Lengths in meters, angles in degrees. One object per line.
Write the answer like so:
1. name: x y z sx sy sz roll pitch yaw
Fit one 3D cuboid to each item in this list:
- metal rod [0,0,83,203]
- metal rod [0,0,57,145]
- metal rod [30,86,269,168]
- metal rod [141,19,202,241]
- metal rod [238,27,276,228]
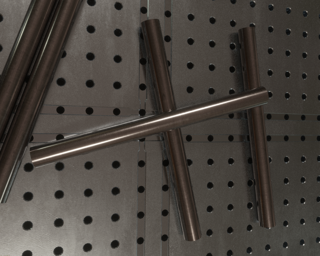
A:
1. metal rod: -0.138 -0.061 0.361 0.025 0.025 0.299 21 83 -19
2. metal rod: -0.160 -0.074 0.353 0.025 0.025 0.299 21 83 -19
3. metal rod: -0.004 -0.005 0.388 0.302 0.025 0.025 -15 96 -11
4. metal rod: 0.016 0.006 0.419 0.025 0.025 0.298 -13 95 -20
5. metal rod: 0.147 0.001 0.468 0.025 0.025 0.298 -8 93 -20
